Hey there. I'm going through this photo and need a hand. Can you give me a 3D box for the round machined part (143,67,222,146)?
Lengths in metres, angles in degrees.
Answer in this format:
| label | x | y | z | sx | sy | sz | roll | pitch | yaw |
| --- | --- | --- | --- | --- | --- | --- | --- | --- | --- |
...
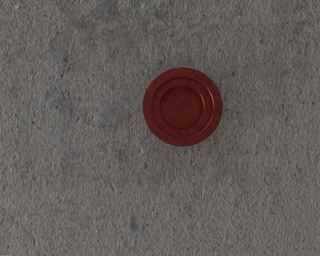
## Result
| label | x | y | z | sx | sy | sz | roll | pitch | yaw |
| --- | --- | --- | --- | --- | --- | --- | --- | --- | --- |
| round machined part | 0.028 | -0.026 | 0.402 | 0.099 | 0.042 | 0.097 | 0 | 90 | 0 |
